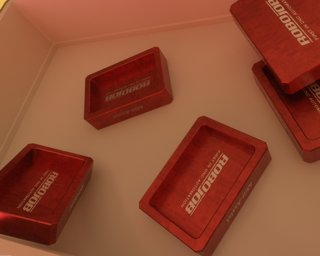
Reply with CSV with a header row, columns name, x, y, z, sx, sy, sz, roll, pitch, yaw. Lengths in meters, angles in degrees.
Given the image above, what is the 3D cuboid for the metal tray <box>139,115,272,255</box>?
name,x,y,z,sx,sy,sz,roll,pitch,yaw
metal tray,0.049,0.058,0.340,0.090,0.030,0.130,28,77,37

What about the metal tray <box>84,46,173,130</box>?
name,x,y,z,sx,sy,sz,roll,pitch,yaw
metal tray,-0.050,-0.060,0.465,0.130,0.030,0.090,-19,54,17

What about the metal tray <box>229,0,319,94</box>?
name,x,y,z,sx,sy,sz,roll,pitch,yaw
metal tray,0.148,-0.113,0.346,0.090,0.030,0.130,-32,59,16

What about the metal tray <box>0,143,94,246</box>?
name,x,y,z,sx,sy,sz,roll,pitch,yaw
metal tray,-0.142,0.070,0.365,0.090,0.030,0.130,14,25,0

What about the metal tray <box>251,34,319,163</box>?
name,x,y,z,sx,sy,sz,roll,pitch,yaw
metal tray,0.169,-0.037,0.336,0.090,0.030,0.130,-26,53,12
